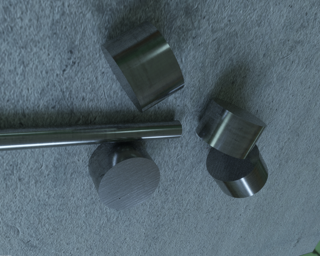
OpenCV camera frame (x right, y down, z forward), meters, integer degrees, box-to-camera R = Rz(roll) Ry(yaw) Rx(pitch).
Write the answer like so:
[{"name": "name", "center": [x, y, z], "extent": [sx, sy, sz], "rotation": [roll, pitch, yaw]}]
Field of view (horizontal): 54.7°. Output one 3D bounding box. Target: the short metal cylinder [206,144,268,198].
[{"name": "short metal cylinder", "center": [0.117, 0.059, 0.472], "extent": [0.080, 0.080, 0.050], "rotation": [-39, 129, -2]}]

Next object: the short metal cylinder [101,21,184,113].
[{"name": "short metal cylinder", "center": [-0.018, -0.063, 0.322], "extent": [0.050, 0.080, 0.080], "rotation": [-32, 129, -7]}]

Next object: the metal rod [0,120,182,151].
[{"name": "metal rod", "center": [-0.111, 0.009, 0.351], "extent": [0.303, 0.025, 0.025], "rotation": [-3, 120, -27]}]

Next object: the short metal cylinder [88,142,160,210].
[{"name": "short metal cylinder", "center": [-0.047, 0.058, 0.401], "extent": [0.081, 0.050, 0.079], "rotation": [-14, 124, -21]}]

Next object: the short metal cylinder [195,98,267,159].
[{"name": "short metal cylinder", "center": [0.096, -0.001, 0.423], "extent": [0.081, 0.080, 0.050], "rotation": [14, 111, -34]}]
